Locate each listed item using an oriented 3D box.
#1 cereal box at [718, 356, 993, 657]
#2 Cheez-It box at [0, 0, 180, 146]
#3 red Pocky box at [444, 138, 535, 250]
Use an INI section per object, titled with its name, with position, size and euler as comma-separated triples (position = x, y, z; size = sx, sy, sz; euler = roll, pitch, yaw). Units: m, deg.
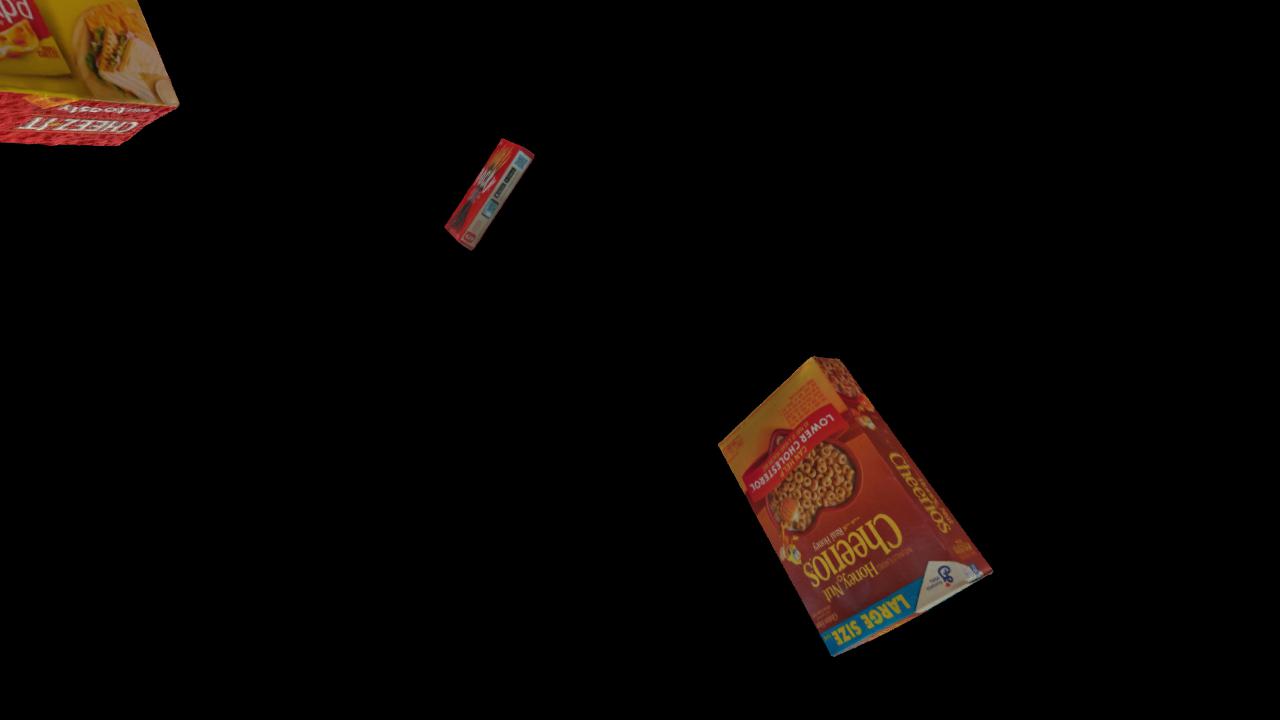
[cereal box]
position = 0.245, 0.175, 0.767
size = 0.081, 0.306, 0.203
euler = 4, -42, -40
[Cheez-It box]
position = -0.319, -0.202, 0.233
size = 0.071, 0.223, 0.166
euler = -13, 12, 24
[red Pocky box]
position = -0.210, -0.230, 0.848
size = 0.028, 0.155, 0.083
euler = 32, 5, -38
